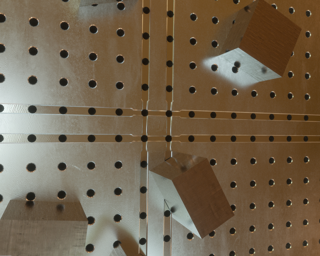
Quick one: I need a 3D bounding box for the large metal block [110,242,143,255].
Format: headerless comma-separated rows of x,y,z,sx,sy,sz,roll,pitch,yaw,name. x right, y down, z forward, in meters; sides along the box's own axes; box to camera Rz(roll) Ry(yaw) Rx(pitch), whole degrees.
-0.044,0.196,0.368,0.050,0.080,0.080,37,78,-16,large metal block

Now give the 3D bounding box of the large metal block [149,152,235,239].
0.038,0.082,0.397,0.050,0.080,0.080,-30,100,-17,large metal block

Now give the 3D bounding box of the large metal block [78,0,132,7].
-0.066,-0.200,0.375,0.081,0.050,0.080,-16,96,-19,large metal block

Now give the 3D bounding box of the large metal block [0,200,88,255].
-0.127,0.114,0.337,0.081,0.080,0.050,7,88,-20,large metal block

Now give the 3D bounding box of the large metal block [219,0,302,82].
0.146,-0.125,0.452,0.080,0.050,0.080,27,81,-18,large metal block
